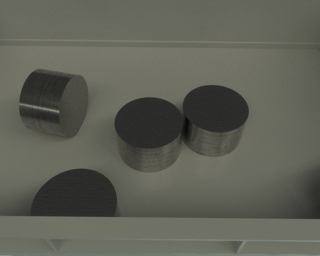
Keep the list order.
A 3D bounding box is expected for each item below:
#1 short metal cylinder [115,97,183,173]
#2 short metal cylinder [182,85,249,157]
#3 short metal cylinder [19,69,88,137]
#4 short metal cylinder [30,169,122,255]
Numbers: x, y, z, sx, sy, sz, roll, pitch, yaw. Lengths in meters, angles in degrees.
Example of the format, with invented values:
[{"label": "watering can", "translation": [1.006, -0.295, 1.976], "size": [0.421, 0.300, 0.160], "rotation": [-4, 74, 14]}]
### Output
[{"label": "short metal cylinder", "translation": [-0.013, 0.008, 0.382], "size": [0.081, 0.050, 0.080], "rotation": [0, 50, 0]}, {"label": "short metal cylinder", "translation": [0.068, -0.010, 0.398], "size": [0.081, 0.050, 0.080], "rotation": [0, 50, 0]}, {"label": "short metal cylinder", "translation": [-0.132, -0.032, 0.394], "size": [0.050, 0.080, 0.080], "rotation": [11, 51, 8]}, {"label": "short metal cylinder", "translation": [-0.081, 0.088, 0.313], "size": [0.081, 0.050, 0.080], "rotation": [0, 50, 0]}]
